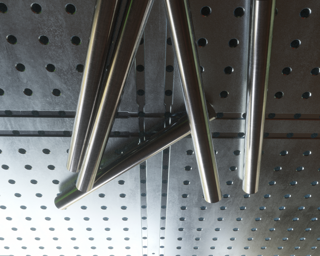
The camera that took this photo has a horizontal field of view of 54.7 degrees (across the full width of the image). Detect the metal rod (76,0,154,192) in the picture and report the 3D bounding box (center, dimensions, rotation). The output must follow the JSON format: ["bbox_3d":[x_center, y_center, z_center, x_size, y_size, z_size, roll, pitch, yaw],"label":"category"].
[{"bbox_3d":[-0.062,-0.028,0.375,0.025,0.025,0.298,15,125,-13],"label":"metal rod"}]

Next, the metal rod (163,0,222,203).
[{"bbox_3d":[0.042,-0.026,0.362,0.025,0.025,0.298,-10,121,8],"label":"metal rod"}]

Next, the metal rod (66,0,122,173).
[{"bbox_3d":[-0.081,-0.052,0.365,0.025,0.025,0.298,13,129,-12],"label":"metal rod"}]

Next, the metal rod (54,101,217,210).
[{"bbox_3d":[-0.050,0.051,0.453,0.299,0.025,0.025,-33,123,24],"label":"metal rod"}]

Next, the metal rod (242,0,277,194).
[{"bbox_3d":[0.123,-0.017,0.399,0.025,0.025,0.298,-7,130,5],"label":"metal rod"}]
